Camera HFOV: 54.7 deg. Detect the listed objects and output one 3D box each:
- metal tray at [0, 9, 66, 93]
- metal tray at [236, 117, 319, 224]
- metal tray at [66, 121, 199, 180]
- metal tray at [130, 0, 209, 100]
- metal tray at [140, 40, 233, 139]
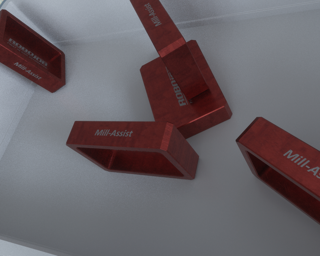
[{"bbox_3d":[-0.222,-0.128,0.528,0.030,0.130,0.090,-30,52,21],"label":"metal tray"},{"bbox_3d":[0.132,0.051,0.263,0.030,0.090,0.130,-47,52,-4],"label":"metal tray"},{"bbox_3d":[-0.031,0.026,0.362,0.130,0.090,0.030,1,63,28],"label":"metal tray"},{"bbox_3d":[0.010,-0.107,0.383,0.030,0.090,0.130,-30,52,9],"label":"metal tray"},{"bbox_3d":[0.030,-0.051,0.417,0.090,0.030,0.130,-26,53,12],"label":"metal tray"}]
